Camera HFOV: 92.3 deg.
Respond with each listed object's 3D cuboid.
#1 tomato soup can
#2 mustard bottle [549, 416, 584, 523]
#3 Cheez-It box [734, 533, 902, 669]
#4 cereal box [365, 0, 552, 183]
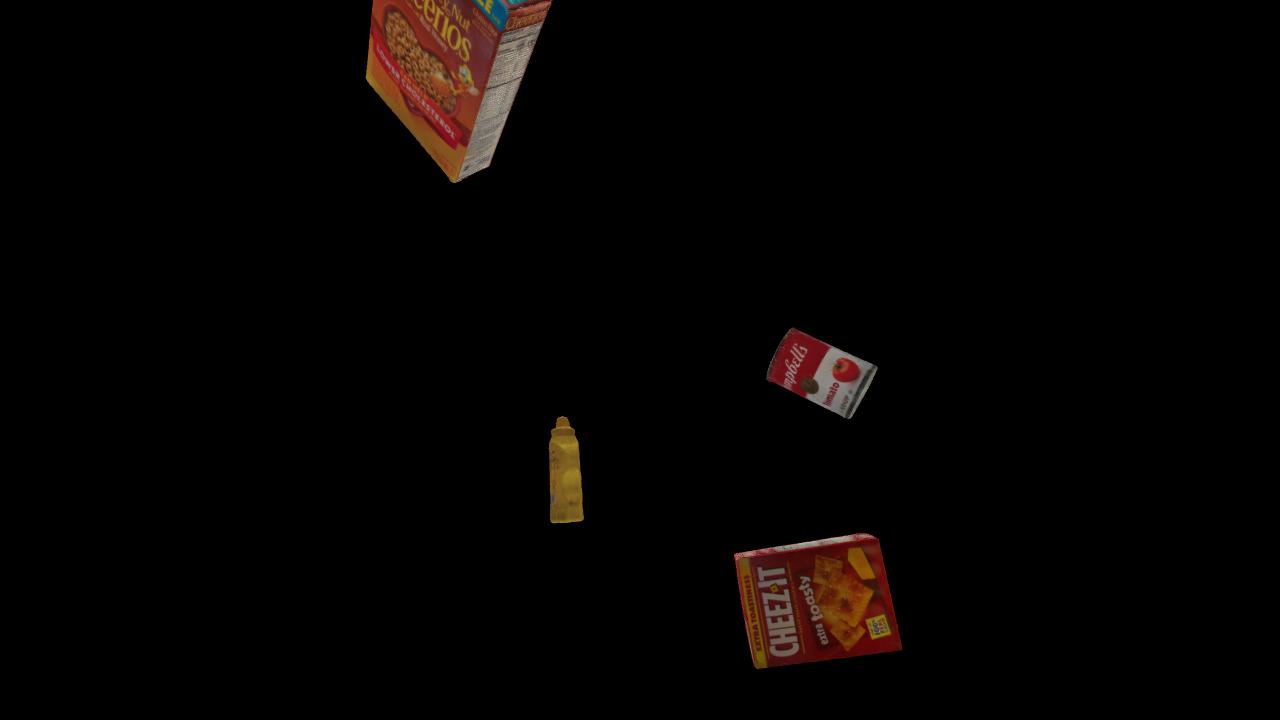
[{"bbox_3d":[0.203,0.015,0.688,0.101,0.068,0.068,28,11,21],"label":"tomato soup can"},{"bbox_3d":[-0.133,0.190,1.079,0.054,0.184,0.092,0,-14,-18],"label":"mustard bottle"},{"bbox_3d":[0.270,0.370,0.955,0.223,0.166,0.071,-9,-10,4],"label":"Cheez-It box"},{"bbox_3d":[-0.243,-0.398,0.770,0.081,0.203,0.306,-40,1,-34],"label":"cereal box"}]
